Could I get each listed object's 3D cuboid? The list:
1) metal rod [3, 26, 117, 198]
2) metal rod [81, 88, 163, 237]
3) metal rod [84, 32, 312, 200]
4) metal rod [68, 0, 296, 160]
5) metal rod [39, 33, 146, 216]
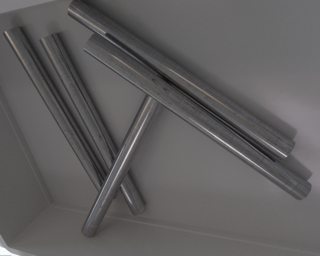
[{"bbox_3d":[-0.146,-0.009,0.479,0.025,0.025,0.299,-13,112,33],"label":"metal rod"},{"bbox_3d":[-0.059,0.060,0.448,0.025,0.025,0.298,32,120,7],"label":"metal rod"},{"bbox_3d":[0.046,-0.011,0.356,0.301,0.025,0.025,35,129,-4],"label":"metal rod"},{"bbox_3d":[0.021,-0.060,0.360,0.301,0.025,0.025,35,129,5],"label":"metal rod"},{"bbox_3d":[-0.091,0.007,0.461,0.025,0.025,0.299,-11,113,33],"label":"metal rod"}]
